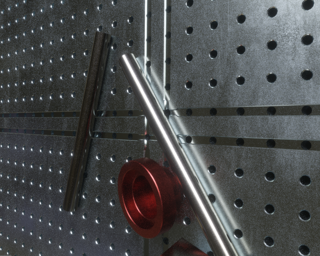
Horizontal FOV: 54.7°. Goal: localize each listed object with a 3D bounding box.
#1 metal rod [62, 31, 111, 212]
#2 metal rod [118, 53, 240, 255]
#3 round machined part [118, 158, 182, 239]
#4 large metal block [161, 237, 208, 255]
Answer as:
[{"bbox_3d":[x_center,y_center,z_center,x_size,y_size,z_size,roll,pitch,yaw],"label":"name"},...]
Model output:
[{"bbox_3d":[-0.121,-0.004,0.506,0.025,0.025,0.298,22,104,37],"label":"metal rod"},{"bbox_3d":[0.015,0.026,0.394,0.025,0.025,0.299,-40,66,32],"label":"metal rod"},{"bbox_3d":[-0.011,0.086,0.395,0.098,0.042,0.097,15,110,50],"label":"round machined part"},{"bbox_3d":[0.037,0.186,0.346,0.080,0.050,0.079,23,124,37],"label":"large metal block"}]
